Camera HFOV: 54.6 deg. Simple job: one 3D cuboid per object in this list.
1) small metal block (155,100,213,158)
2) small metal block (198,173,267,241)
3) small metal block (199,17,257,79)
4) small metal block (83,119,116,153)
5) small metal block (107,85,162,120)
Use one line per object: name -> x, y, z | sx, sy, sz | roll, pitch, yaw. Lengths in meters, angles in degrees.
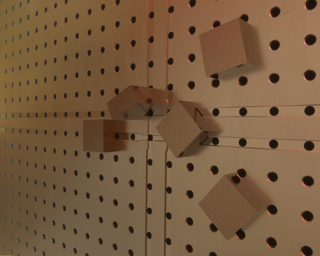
small metal block -> 0.029, 0.002, 0.386 | 0.050, 0.025, 0.050 | -50, 61, 28
small metal block -> 0.079, 0.086, 0.345 | 0.050, 0.025, 0.050 | 50, 119, 28
small metal block -> 0.075, -0.087, 0.348 | 0.050, 0.025, 0.050 | -14, 81, 39
small metal block -> -0.096, 0.012, 0.490 | 0.050, 0.025, 0.050 | 0, 90, 40
small metal block -> -0.035, -0.033, 0.423 | 0.050, 0.050, 0.025 | -30, 71, 36
